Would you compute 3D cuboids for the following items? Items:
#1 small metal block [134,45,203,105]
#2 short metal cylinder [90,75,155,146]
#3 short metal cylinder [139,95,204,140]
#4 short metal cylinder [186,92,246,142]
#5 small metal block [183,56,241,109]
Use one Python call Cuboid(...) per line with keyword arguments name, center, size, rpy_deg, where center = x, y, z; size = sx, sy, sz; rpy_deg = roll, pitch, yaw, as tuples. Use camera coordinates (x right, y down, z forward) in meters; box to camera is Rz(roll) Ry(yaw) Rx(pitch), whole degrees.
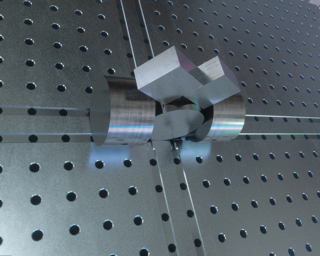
Cuboid(name="small metal block", center=(0.009, -0.053, 0.325), size=(0.050, 0.050, 0.025), rpy_deg=(25, 45, -54))
Cuboid(name="short metal cylinder", center=(-0.046, -0.019, 0.359), size=(0.050, 0.080, 0.080), rpy_deg=(1, 61, -28))
Cuboid(name="short metal cylinder", center=(0.010, -0.024, 0.393), size=(0.081, 0.080, 0.050), rpy_deg=(1, 62, -28))
Cuboid(name="short metal cylinder", center=(0.069, -0.021, 0.422), size=(0.050, 0.080, 0.080), rpy_deg=(0, 62, -27))
Cuboid(name="small metal block", center=(0.057, -0.050, 0.355), size=(0.050, 0.050, 0.025), rpy_deg=(24, 46, -53))
